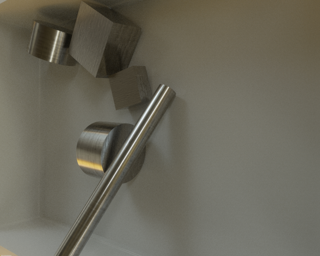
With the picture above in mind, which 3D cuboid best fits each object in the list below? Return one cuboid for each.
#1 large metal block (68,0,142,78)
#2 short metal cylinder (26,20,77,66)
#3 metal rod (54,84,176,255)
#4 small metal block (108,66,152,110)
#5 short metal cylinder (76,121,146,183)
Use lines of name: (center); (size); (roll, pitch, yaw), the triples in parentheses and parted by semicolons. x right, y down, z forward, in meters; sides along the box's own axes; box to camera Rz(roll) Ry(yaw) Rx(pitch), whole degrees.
large metal block: (-0.083, -0.127, 0.452); (0.080, 0.050, 0.079); (42, 121, 31)
short metal cylinder: (-0.172, -0.140, 0.510); (0.080, 0.081, 0.050); (32, 110, 35)
metal rod: (-0.066, 0.077, 0.373); (0.025, 0.025, 0.300); (23, 77, 37)
small metal block: (-0.041, -0.055, 0.435); (0.050, 0.025, 0.050); (-13, 89, 38)
short metal cylinder: (-0.065, 0.032, 0.423); (0.050, 0.081, 0.079); (5, 93, 39)
